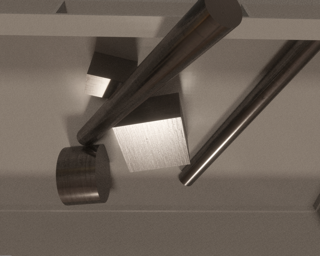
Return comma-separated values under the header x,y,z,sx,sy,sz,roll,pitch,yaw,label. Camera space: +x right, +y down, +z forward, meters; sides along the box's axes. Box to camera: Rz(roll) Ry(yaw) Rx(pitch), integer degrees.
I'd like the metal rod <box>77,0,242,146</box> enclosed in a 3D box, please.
x,y,z,sx,sy,sz,roll,pitch,yaw,label
-0.033,-0.026,0.294,0.025,0.025,0.299,24,155,-20,metal rod

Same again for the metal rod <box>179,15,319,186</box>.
x,y,z,sx,sy,sz,roll,pitch,yaw,label
0.111,-0.021,0.393,0.025,0.025,0.298,22,126,-19,metal rod

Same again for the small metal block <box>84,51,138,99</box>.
x,y,z,sx,sy,sz,roll,pitch,yaw,label
-0.053,-0.057,0.344,0.050,0.050,0.025,11,129,-10,small metal block

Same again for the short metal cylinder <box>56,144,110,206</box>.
x,y,z,sx,sy,sz,roll,pitch,yaw,label
-0.103,0.064,0.426,0.050,0.080,0.080,-5,130,4,short metal cylinder

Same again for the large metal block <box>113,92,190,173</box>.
x,y,z,sx,sy,sz,roll,pitch,yaw,label
-0.008,0.007,0.399,0.080,0.050,0.080,-9,130,7,large metal block
